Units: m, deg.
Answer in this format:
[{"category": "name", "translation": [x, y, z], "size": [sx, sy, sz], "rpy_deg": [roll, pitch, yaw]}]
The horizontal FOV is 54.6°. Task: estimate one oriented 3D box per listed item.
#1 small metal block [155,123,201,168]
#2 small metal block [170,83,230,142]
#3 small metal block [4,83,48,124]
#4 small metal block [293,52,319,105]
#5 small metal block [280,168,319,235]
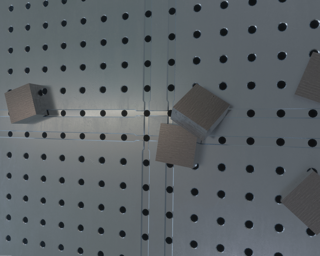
[{"category": "small metal block", "translation": [0.025, 0.022, 0.404], "size": [0.050, 0.025, 0.050], "rpy_deg": [9, 93, 19]}, {"category": "small metal block", "translation": [0.049, -0.020, 0.381], "size": [0.050, 0.025, 0.050], "rpy_deg": [36, 61, 16]}, {"category": "small metal block", "translation": [-0.211, -0.038, 0.488], "size": [0.050, 0.025, 0.050], "rpy_deg": [-17, 84, 19]}, {"category": "small metal block", "translation": [0.185, -0.051, 0.347], "size": [0.050, 0.025, 0.050], "rpy_deg": [23, 98, 18]}, {"category": "small metal block", "translation": [0.174, 0.082, 0.351], "size": [0.050, 0.025, 0.050], "rpy_deg": [44, 104, 14]}]
